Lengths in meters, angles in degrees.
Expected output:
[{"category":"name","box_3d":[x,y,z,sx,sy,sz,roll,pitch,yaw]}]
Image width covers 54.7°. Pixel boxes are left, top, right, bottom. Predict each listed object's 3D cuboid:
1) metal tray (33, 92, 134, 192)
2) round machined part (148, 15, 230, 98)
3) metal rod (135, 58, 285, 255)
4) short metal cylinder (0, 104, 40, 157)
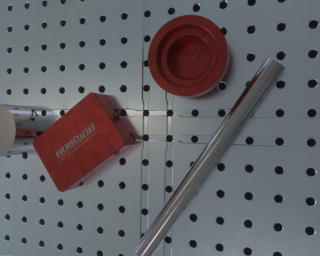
[{"category":"metal tray","box_3d":[-0.113,0.021,0.450,0.130,0.030,0.090,-37,79,16]},{"category":"round machined part","box_3d":[0.038,-0.087,0.390,0.098,0.042,0.097,0,90,20]},{"category":"metal rod","box_3d":[0.056,0.047,0.392,0.025,0.025,0.299,36,101,16]},{"category":"short metal cylinder","box_3d":[-0.237,0.003,0.483,0.080,0.050,0.079,0,90,20]}]
